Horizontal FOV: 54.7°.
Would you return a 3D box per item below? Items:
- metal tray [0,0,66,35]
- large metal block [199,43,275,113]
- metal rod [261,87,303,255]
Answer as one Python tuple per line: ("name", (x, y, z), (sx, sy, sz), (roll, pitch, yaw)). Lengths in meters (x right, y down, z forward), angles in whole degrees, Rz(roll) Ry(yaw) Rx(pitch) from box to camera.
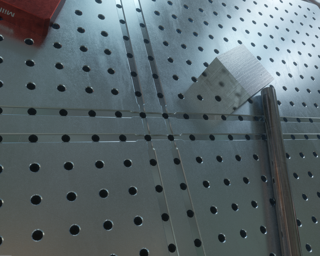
("metal tray", (-0.199, -0.187, 0.412), (0.131, 0.030, 0.090), (21, 54, -16))
("large metal block", (0.127, -0.083, 0.511), (0.081, 0.050, 0.080), (-33, 80, -38))
("metal rod", (0.180, 0.060, 0.468), (0.025, 0.025, 0.300), (18, 55, -18))
